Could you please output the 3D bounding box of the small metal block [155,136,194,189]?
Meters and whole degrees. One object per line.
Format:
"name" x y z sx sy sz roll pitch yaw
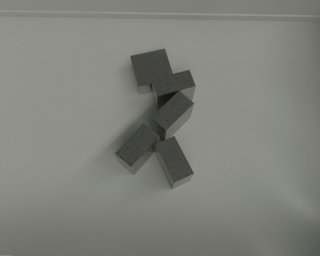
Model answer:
"small metal block" 0.016 0.044 0.381 0.025 0.050 0.050 -24 72 -9

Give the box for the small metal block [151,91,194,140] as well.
"small metal block" 0.016 -0.014 0.402 0.025 0.050 0.050 43 75 13

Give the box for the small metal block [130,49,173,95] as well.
"small metal block" -0.011 -0.080 0.439 0.050 0.025 0.050 -14 71 -5

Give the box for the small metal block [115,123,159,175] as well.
"small metal block" -0.027 0.028 0.386 0.025 0.050 0.050 39 74 12

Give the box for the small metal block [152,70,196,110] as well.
"small metal block" 0.017 -0.049 0.414 0.050 0.050 0.025 -15 71 -6
